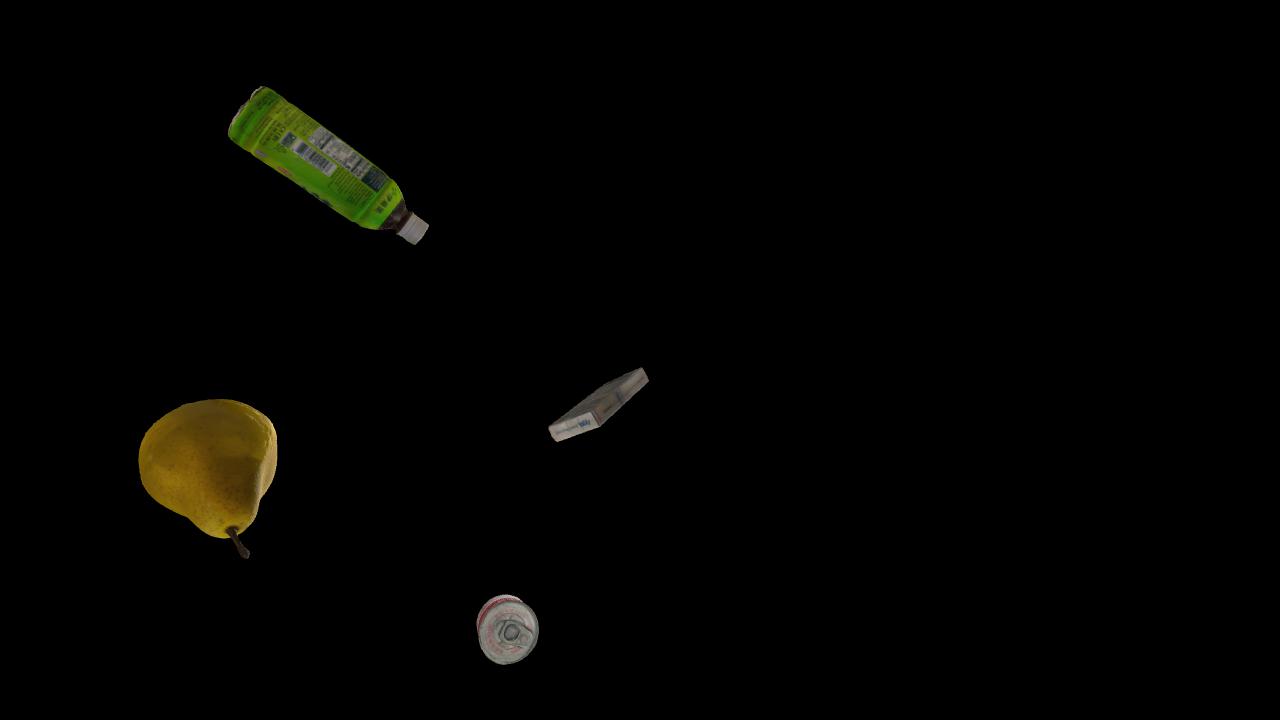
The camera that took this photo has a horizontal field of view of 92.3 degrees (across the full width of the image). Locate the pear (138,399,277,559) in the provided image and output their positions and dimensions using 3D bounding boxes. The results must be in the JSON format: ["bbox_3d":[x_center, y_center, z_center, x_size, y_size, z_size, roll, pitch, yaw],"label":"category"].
[{"bbox_3d":[-0.260,0.074,0.377,0.080,0.080,0.111,0,25,-40],"label":"pear"}]

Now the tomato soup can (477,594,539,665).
[{"bbox_3d":[-0.161,0.319,0.736,0.068,0.068,0.101,0,-16,-17],"label":"tomato soup can"}]

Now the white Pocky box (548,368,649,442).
[{"bbox_3d":[-0.055,0.061,0.869,0.084,0.028,0.154,-24,8,33],"label":"white Pocky box"}]

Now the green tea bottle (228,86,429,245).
[{"bbox_3d":[-0.337,-0.205,0.690,0.212,0.073,0.073,37,-19,-27],"label":"green tea bottle"}]
